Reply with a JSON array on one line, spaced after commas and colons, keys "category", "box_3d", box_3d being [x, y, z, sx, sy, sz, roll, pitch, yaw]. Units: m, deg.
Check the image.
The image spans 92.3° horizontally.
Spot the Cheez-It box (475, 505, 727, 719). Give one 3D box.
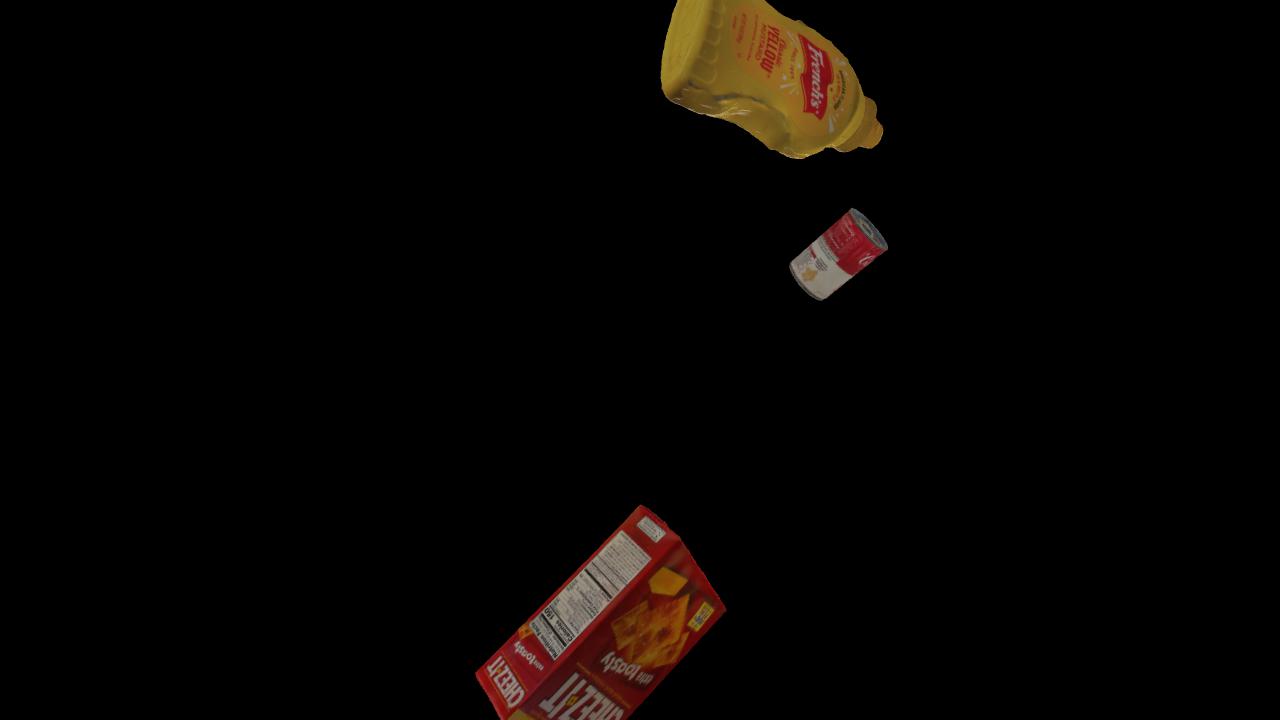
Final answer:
[{"category": "Cheez-It box", "box_3d": [-0.028, 0.281, 0.622, 0.223, 0.166, 0.071, -42, 42, -16]}]

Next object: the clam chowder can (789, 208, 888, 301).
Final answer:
[{"category": "clam chowder can", "box_3d": [0.248, -0.131, 0.773, 0.068, 0.068, 0.102, 0, -34, -49]}]

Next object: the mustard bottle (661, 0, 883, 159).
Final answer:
[{"category": "mustard bottle", "box_3d": [0.106, -0.194, 0.439, 0.184, 0.092, 0.054, 15, -15, -27]}]
